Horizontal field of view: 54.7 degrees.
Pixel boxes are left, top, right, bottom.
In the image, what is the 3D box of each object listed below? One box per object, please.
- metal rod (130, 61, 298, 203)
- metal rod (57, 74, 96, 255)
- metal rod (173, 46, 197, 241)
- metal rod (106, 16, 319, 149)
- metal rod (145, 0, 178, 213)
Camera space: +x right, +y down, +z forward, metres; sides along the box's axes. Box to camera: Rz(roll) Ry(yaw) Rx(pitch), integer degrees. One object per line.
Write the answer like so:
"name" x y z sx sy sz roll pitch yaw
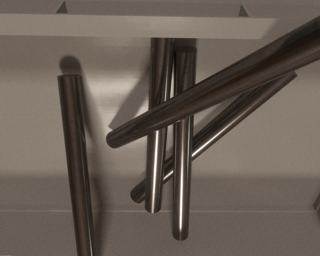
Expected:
"metal rod" 0.055 0.021 0.428 0.025 0.025 0.299 31 123 -24
"metal rod" -0.103 0.082 0.399 0.025 0.025 0.298 -1 106 0
"metal rod" 0.030 0.042 0.414 0.025 0.025 0.298 -1 121 0
"metal rod" 0.021 -0.021 0.306 0.025 0.025 0.299 31 150 -24
"metal rod" -0.003 -0.002 0.389 0.025 0.025 0.298 2 125 -2
